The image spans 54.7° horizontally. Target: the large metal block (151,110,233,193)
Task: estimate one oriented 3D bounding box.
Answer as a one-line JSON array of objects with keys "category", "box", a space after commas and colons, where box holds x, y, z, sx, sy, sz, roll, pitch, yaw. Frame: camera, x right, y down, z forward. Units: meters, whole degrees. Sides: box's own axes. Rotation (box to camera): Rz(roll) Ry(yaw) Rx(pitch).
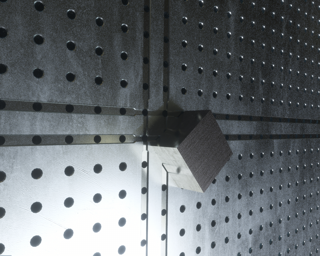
[{"category": "large metal block", "box": [0.048, 0.031, 0.435, 0.080, 0.050, 0.080, -46, 118, -30]}]
